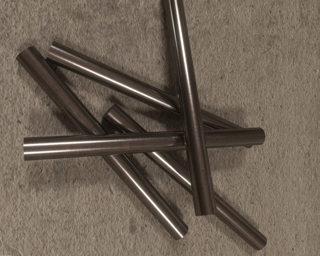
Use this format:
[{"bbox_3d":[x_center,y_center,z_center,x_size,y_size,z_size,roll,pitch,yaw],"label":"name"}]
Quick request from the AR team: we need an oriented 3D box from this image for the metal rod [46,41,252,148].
[{"bbox_3d":[0.003,-0.036,0.411,0.302,0.025,0.025,22,83,-19],"label":"metal rod"}]

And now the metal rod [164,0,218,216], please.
[{"bbox_3d":[0.034,-0.047,0.383,0.025,0.025,0.299,-3,76,-20],"label":"metal rod"}]

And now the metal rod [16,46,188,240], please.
[{"bbox_3d":[-0.063,0.028,0.386,0.025,0.025,0.300,-42,104,-15],"label":"metal rod"}]

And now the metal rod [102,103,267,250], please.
[{"bbox_3d":[0.043,0.076,0.426,0.300,0.025,0.025,42,77,-16],"label":"metal rod"}]

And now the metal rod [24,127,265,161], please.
[{"bbox_3d":[-0.002,0.017,0.381,0.303,0.025,0.025,-2,91,-21],"label":"metal rod"}]
